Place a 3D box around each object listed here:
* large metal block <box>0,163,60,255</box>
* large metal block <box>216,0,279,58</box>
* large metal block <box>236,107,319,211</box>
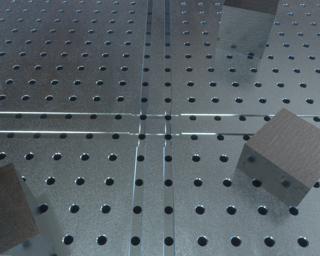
[{"bbox_3d":[-0.139,0.094,0.291,0.050,0.080,0.080,-26,55,-20],"label":"large metal block"},{"bbox_3d":[0.145,-0.173,0.519,0.080,0.080,0.050,16,52,12],"label":"large metal block"},{"bbox_3d":[0.151,0.034,0.365,0.080,0.050,0.080,-37,59,-27],"label":"large metal block"}]
